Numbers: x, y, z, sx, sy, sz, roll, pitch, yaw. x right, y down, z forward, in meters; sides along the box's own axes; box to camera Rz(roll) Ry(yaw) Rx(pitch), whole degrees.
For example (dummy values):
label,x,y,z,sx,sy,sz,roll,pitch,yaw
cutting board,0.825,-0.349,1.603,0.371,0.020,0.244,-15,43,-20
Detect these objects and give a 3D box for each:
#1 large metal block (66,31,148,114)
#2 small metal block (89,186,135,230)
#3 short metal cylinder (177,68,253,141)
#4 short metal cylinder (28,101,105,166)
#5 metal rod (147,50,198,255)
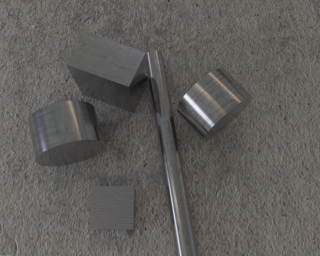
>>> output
label,x,y,z,sx,sy,sz,roll,pitch,yaw
large metal block,-0.063,-0.069,0.404,0.080,0.080,0.050,21,72,7
small metal block,-0.056,0.097,0.372,0.050,0.025,0.050,-1,70,-1
short metal cylinder,0.068,-0.029,0.390,0.080,0.080,0.050,-37,74,-12
short metal cylinder,-0.112,0.008,0.375,0.081,0.080,0.050,-17,71,-6
metal rod,0.013,0.034,0.395,0.025,0.025,0.299,-8,70,-3
